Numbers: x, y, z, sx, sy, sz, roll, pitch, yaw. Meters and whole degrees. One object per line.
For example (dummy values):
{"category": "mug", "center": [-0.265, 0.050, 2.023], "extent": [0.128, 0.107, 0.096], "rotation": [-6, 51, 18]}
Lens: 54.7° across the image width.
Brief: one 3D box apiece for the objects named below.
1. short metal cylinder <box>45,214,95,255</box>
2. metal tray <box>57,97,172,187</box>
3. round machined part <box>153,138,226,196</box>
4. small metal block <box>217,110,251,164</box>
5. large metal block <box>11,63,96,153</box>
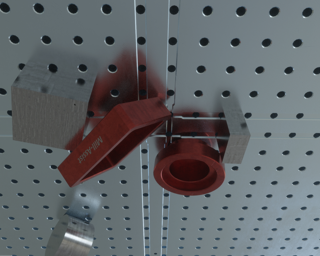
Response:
{"category": "short metal cylinder", "center": [-0.158, 0.199, 0.544], "extent": [0.050, 0.080, 0.080], "rotation": [31, 124, -24]}
{"category": "metal tray", "center": [-0.056, 0.017, 0.384], "extent": [0.129, 0.091, 0.030], "rotation": [-42, 78, 30]}
{"category": "round machined part", "center": [0.042, 0.052, 0.440], "extent": [0.099, 0.042, 0.097], "rotation": [3, 136, 4]}
{"category": "small metal block", "center": [0.094, 0.011, 0.406], "extent": [0.025, 0.050, 0.050], "rotation": [3, 130, -3]}
{"category": "large metal block", "center": [-0.128, -0.023, 0.375], "extent": [0.081, 0.050, 0.079], "rotation": [12, 129, -10]}
